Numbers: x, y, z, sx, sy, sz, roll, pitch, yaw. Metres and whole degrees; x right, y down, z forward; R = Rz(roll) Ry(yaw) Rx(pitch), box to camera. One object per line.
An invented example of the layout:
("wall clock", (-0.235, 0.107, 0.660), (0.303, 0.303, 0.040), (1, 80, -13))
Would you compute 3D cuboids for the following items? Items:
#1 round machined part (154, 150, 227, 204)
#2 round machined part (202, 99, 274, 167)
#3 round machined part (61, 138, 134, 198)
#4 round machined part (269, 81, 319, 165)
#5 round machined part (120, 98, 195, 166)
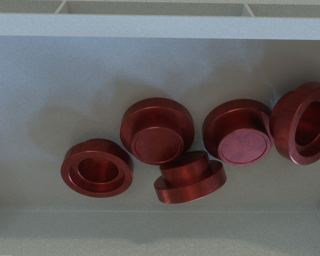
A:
("round machined part", (0.037, 0.062, 0.424), (0.098, 0.098, 0.042), (-17, 97, 13))
("round machined part", (0.107, 0.013, 0.410), (0.099, 0.042, 0.097), (0, 130, 0))
("round machined part", (-0.087, 0.053, 0.442), (0.099, 0.042, 0.097), (0, 130, 0))
("round machined part", (0.172, -0.008, 0.373), (0.099, 0.042, 0.097), (-11, 114, -27))
("round machined part", (-0.003, 0.012, 0.408), (0.099, 0.042, 0.097), (0, 130, 0))
